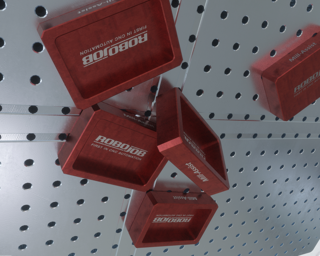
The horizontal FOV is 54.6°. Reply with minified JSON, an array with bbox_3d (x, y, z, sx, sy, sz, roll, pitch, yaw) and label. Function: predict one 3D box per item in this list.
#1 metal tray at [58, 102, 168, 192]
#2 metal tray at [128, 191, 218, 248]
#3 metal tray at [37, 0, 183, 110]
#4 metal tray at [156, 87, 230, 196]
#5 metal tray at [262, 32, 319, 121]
[{"bbox_3d":[-0.049,0.028,0.397,0.131,0.030,0.090,22,107,-36],"label":"metal tray"},{"bbox_3d":[0.024,0.151,0.513,0.131,0.030,0.089,10,113,-33],"label":"metal tray"},{"bbox_3d":[-0.046,-0.086,0.328,0.131,0.030,0.090,-27,128,-12],"label":"metal tray"},{"bbox_3d":[0.044,0.020,0.402,0.030,0.090,0.130,-25,134,23],"label":"metal tray"},{"bbox_3d":[0.226,-0.081,0.480,0.130,0.030,0.090,-35,129,-5],"label":"metal tray"}]
